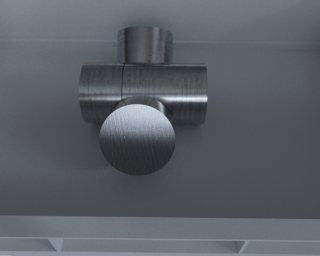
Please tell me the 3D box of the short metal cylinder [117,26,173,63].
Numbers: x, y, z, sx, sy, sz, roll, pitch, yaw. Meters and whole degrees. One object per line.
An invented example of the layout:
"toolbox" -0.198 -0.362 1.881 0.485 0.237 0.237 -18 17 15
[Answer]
"short metal cylinder" -0.021 -0.109 0.449 0.080 0.080 0.050 1 88 1

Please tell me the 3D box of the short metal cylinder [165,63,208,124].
"short metal cylinder" 0.032 -0.045 0.405 0.050 0.080 0.080 1 50 1

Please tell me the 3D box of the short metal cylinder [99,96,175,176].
"short metal cylinder" -0.024 0.007 0.352 0.080 0.079 0.050 0 16 0

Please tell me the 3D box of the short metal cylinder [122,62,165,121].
"short metal cylinder" -0.019 -0.045 0.405 0.050 0.080 0.080 1 50 1

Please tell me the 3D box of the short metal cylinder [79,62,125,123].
"short metal cylinder" -0.070 -0.046 0.405 0.050 0.080 0.080 1 50 1
